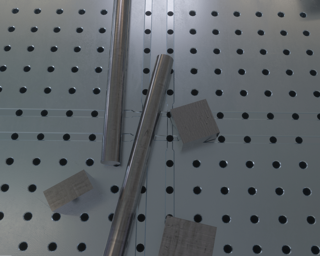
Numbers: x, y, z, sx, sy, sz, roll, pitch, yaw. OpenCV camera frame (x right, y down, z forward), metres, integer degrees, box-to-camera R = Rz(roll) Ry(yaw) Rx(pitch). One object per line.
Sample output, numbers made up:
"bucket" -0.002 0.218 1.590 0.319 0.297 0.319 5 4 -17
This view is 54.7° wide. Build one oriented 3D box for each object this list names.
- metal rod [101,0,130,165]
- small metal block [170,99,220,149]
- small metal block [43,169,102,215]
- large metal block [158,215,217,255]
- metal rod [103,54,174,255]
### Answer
"metal rod" -0.061 -0.096 0.446 0.025 0.025 0.299 1 70 0
"small metal block" 0.045 -0.005 0.414 0.050 0.025 0.050 -17 71 -6
"small metal block" -0.102 0.078 0.369 0.050 0.050 0.025 -29 73 -10
"large metal block" 0.022 0.142 0.331 0.050 0.080 0.080 13 71 4
"metal rod" -0.026 0.037 0.397 0.025 0.025 0.299 12 70 4
